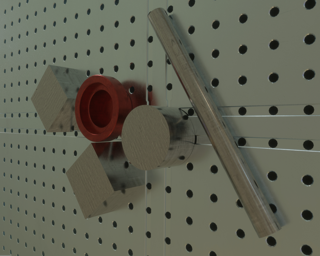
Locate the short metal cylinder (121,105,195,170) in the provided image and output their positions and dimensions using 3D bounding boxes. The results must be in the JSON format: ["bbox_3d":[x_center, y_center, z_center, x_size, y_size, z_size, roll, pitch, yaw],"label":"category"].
[{"bbox_3d":[-0.003,0.012,0.396,0.080,0.050,0.080,0,90,40],"label":"short metal cylinder"}]

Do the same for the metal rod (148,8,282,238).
[{"bbox_3d":[0.054,-0.022,0.364,0.025,0.025,0.299,-37,67,34],"label":"metal rod"}]

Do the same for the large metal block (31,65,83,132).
[{"bbox_3d":[-0.170,-0.049,0.534,0.080,0.050,0.080,-50,61,28],"label":"large metal block"}]

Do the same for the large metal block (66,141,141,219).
[{"bbox_3d":[-0.087,0.077,0.465,0.080,0.050,0.080,-45,63,30],"label":"large metal block"}]

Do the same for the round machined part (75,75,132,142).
[{"bbox_3d":[-0.081,-0.029,0.464,0.098,0.042,0.097,1,91,39],"label":"round machined part"}]
